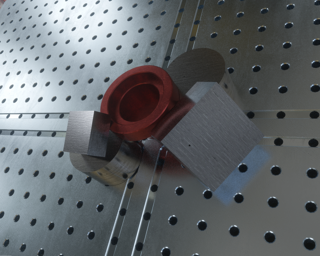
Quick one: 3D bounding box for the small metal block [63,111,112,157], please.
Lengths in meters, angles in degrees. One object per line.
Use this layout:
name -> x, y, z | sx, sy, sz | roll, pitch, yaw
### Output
small metal block -> -0.087, 0.007, 0.370 | 0.050, 0.025, 0.050 | 2, 81, 42

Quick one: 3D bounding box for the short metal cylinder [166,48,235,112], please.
short metal cylinder -> 0.051, -0.056, 0.399 | 0.080, 0.050, 0.080 | -13, 56, 21

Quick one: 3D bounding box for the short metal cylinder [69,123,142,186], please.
short metal cylinder -> -0.071, 0.030, 0.411 | 0.080, 0.050, 0.080 | -13, 56, 21

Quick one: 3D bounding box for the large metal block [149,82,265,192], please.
large metal block -> 0.049, 0.007, 0.334 | 0.080, 0.080, 0.050 | -47, 17, -5

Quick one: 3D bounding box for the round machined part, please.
round machined part -> -0.022, -0.027, 0.387 | 0.098, 0.042, 0.098 | -13, 56, 21
